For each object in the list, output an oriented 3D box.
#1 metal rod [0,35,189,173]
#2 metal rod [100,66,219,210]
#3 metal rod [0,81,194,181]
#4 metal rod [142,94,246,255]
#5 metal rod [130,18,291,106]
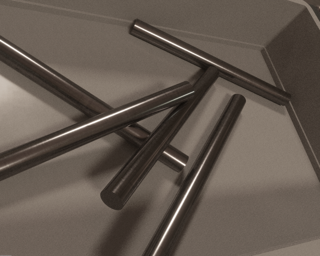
[{"bbox_3d":[-0.096,-0.035,0.376,0.301,0.025,0.025,33,51,-7],"label":"metal rod"},{"bbox_3d":[0.020,-0.011,0.398,0.025,0.025,0.301,41,43,-1],"label":"metal rod"},{"bbox_3d":[-0.083,0.005,0.334,0.302,0.025,0.025,-25,76,-29],"label":"metal rod"},{"bbox_3d":[0.058,0.048,0.409,0.025,0.025,0.301,39,51,-3],"label":"metal rod"},{"bbox_3d":[0.094,-0.105,0.522,0.302,0.025,0.025,22,54,-16],"label":"metal rod"}]
